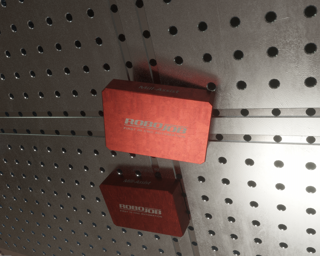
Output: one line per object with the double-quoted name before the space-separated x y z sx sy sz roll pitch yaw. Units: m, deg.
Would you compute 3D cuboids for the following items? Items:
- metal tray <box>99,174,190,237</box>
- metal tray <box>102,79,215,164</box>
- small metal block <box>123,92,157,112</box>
"metal tray" -0.025 0.122 0.495 0.130 0.030 0.089 0 119 28
"metal tray" -0.003 -0.008 0.387 0.131 0.030 0.089 8 123 9
"small metal block" -0.021 -0.019 0.409 0.050 0.025 0.050 -3 117 29
